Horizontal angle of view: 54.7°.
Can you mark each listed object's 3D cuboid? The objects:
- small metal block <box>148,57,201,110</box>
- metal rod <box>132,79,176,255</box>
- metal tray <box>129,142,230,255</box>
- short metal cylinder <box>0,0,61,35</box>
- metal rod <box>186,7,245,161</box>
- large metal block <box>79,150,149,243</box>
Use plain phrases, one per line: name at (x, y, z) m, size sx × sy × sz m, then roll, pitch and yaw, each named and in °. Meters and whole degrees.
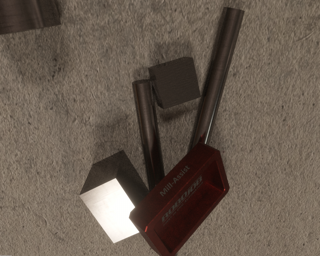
small metal block at (0.018, -0.056, 0.382) m, size 0.050 × 0.025 × 0.050 m, roll -20°, pitch 110°, yaw -13°
metal rod at (-0.004, 0.080, 0.439) m, size 0.025 × 0.025 × 0.298 m, roll -7°, pitch 110°, yaw 2°
metal tray at (0.031, 0.092, 0.388) m, size 0.131 × 0.030 × 0.090 m, roll -43°, pitch 135°, yaw -21°
short metal cylinder at (-0.153, -0.129, 0.331) m, size 0.080 × 0.080 × 0.050 m, roll -9°, pitch 110°, yaw 3°
metal rod at (0.058, -0.001, 0.410) m, size 0.025 × 0.025 × 0.298 m, roll 10°, pitch 110°, yaw -4°
large metal block at (-0.055, 0.088, 0.412) m, size 0.050 × 0.080 × 0.080 m, roll -26°, pitch 108°, yaw 9°
